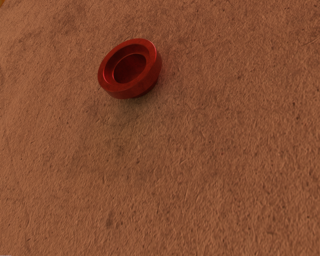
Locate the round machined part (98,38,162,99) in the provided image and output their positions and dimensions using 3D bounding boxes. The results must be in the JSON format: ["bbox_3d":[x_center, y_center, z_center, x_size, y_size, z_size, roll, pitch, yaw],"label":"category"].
[{"bbox_3d":[-0.041,-0.084,0.467,0.098,0.042,0.098,-13,56,21],"label":"round machined part"}]
